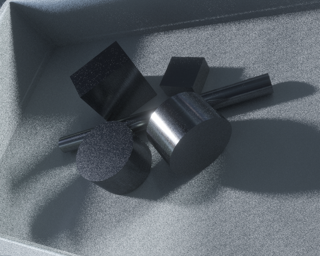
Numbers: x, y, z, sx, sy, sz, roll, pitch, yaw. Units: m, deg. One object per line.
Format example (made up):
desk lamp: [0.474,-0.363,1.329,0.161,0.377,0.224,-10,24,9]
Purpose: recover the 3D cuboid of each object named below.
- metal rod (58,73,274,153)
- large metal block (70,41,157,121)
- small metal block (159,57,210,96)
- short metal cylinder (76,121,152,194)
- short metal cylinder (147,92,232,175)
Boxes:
metal rod: [-0.006,-0.014,0.415,0.301,0.025,0.025,-16,55,18]
large metal block: [-0.064,-0.060,0.438,0.080,0.080,0.050,-37,51,3]
small metal block: [0.034,-0.070,0.428,0.050,0.025,0.050,9,66,31]
short metal cylinder: [-0.057,0.038,0.392,0.080,0.050,0.080,-13,56,20]
short metal cylinder: [0.032,0.006,0.347,0.080,0.080,0.050,-40,51,0]
